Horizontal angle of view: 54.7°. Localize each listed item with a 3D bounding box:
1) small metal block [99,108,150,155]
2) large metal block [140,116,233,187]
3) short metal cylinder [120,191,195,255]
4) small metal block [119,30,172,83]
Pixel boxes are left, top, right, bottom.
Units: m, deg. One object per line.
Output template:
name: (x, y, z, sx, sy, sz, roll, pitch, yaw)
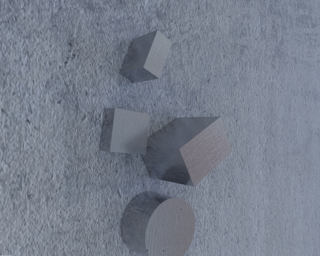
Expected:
small metal block: (-0.042, 0.005, 0.371, 0.050, 0.025, 0.050, 10, 84, -40)
large metal block: (0.031, 0.026, 0.397, 0.081, 0.080, 0.050, -35, 112, -35)
short metal cylinder: (-0.002, 0.123, 0.389, 0.081, 0.050, 0.079, 0, 90, -40)
small metal block: (-0.018, -0.085, 0.375, 0.025, 0.050, 0.050, 30, 71, -36)
